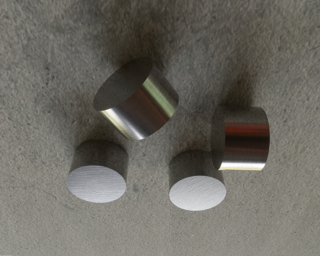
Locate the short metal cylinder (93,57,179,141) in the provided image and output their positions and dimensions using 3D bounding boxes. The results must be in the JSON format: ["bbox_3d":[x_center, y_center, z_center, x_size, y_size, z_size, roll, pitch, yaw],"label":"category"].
[{"bbox_3d":[-0.026,-0.033,0.343,0.080,0.080,0.050,-27,125,21],"label":"short metal cylinder"}]

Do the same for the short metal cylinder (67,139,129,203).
[{"bbox_3d":[-0.087,0.062,0.443,0.081,0.050,0.079,0,130,0],"label":"short metal cylinder"}]

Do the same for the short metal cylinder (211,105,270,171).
[{"bbox_3d":[0.096,0.013,0.384,0.050,0.080,0.079,2,130,-2],"label":"short metal cylinder"}]

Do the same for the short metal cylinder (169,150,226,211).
[{"bbox_3d":[0.053,0.078,0.458,0.081,0.050,0.079,-1,130,0],"label":"short metal cylinder"}]
